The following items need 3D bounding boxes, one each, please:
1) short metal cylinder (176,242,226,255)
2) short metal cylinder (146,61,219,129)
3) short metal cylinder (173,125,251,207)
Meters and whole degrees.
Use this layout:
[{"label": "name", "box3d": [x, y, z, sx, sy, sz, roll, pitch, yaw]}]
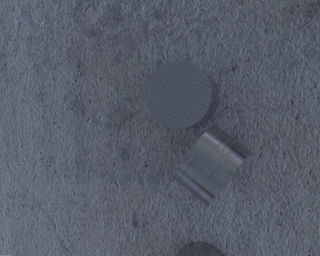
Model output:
[{"label": "short metal cylinder", "box3d": [0.046, 0.188, 0.379, 0.080, 0.050, 0.080, 0, 90, 20]}, {"label": "short metal cylinder", "box3d": [0.029, -0.039, 0.385, 0.080, 0.050, 0.080, 0, 90, 20]}, {"label": "short metal cylinder", "box3d": [0.060, 0.043, 0.358, 0.050, 0.080, 0.080, 38, 102, 16]}]
